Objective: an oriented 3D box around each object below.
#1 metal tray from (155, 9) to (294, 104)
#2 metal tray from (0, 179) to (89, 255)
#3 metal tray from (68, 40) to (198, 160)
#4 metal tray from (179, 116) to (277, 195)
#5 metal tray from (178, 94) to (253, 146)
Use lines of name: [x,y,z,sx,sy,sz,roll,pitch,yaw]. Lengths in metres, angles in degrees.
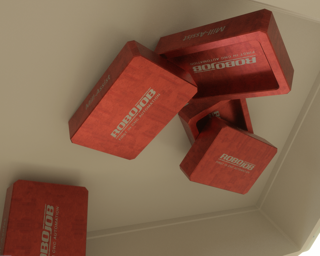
metal tray: [0.068,-0.070,0.341,0.090,0.130,0.030,47,53,-40]
metal tray: [-0.133,0.130,0.356,0.091,0.130,0.030,15,149,-35]
metal tray: [-0.032,-0.024,0.353,0.091,0.030,0.129,23,122,-37]
metal tray: [0.103,0.044,0.452,0.131,0.030,0.090,21,107,-36]
metal tray: [0.090,0.006,0.459,0.090,0.030,0.130,-32,129,-8]
